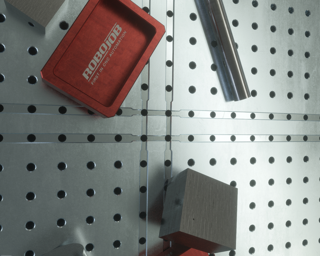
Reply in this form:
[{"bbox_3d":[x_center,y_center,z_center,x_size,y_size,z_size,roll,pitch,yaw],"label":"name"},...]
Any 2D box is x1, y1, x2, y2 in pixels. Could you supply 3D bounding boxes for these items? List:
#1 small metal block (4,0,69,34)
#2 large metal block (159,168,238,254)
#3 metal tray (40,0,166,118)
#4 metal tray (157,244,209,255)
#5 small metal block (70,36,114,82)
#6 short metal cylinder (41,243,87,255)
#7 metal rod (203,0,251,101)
[{"bbox_3d":[-0.142,-0.148,0.360,0.050,0.025,0.050,34,79,-17],"label":"small metal block"},{"bbox_3d":[0.052,0.109,0.402,0.080,0.050,0.080,24,54,-18],"label":"large metal block"},{"bbox_3d":[-0.064,-0.087,0.359,0.090,0.030,0.130,33,79,-17],"label":"metal tray"},{"bbox_3d":[0.014,0.218,0.415,0.131,0.030,0.090,-26,99,-18],"label":"metal tray"},{"bbox_3d":[-0.085,-0.083,0.381,0.050,0.025,0.050,-2,91,-20],"label":"small metal block"},{"bbox_3d":[-0.113,0.174,0.342,0.081,0.080,0.050,-24,98,-18],"label":"short metal cylinder"},{"bbox_3d":[0.074,-0.183,0.439,0.025,0.025,0.298,-21,97,-19],"label":"metal rod"}]
